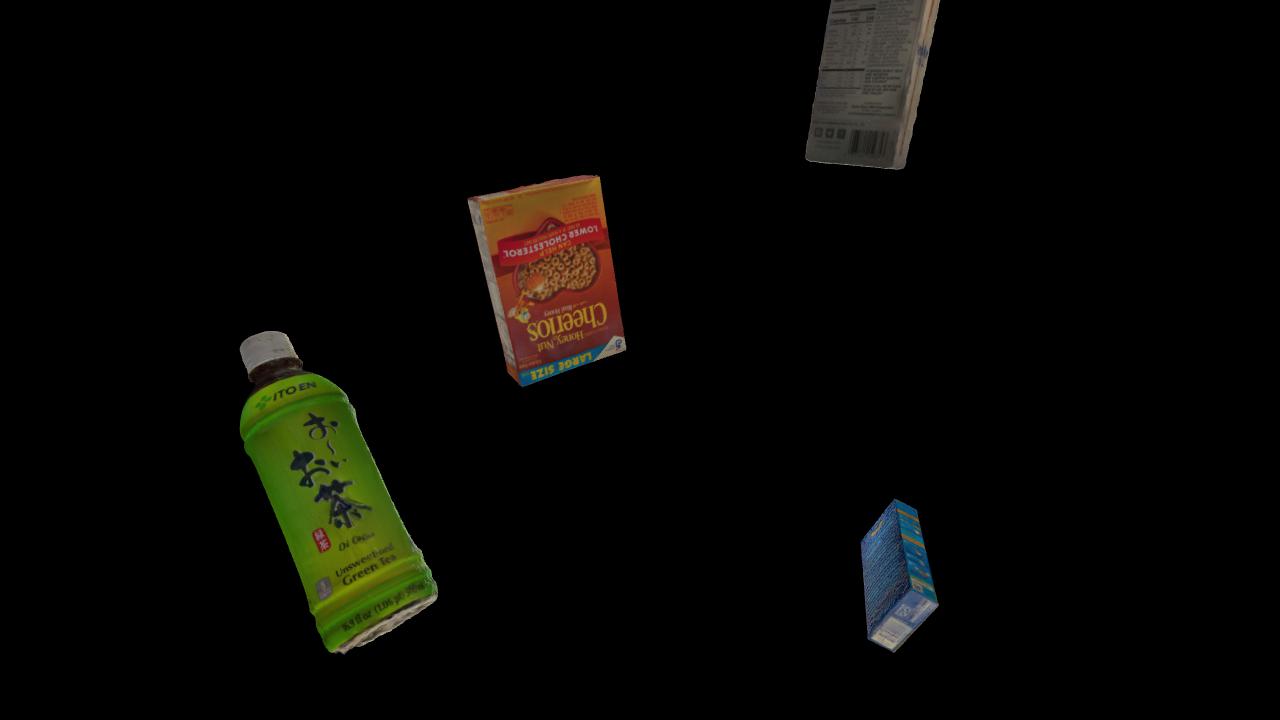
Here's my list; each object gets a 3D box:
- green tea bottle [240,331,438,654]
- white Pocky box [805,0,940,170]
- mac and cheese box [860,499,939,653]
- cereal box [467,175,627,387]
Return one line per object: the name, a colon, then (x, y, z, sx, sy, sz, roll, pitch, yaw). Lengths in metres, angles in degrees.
green tea bottle: (-0.206, 0.076, 0.398, 0.073, 0.212, 0.073, -31, -12, -8)
white Pocky box: (0.189, -0.239, 0.504, 0.028, 0.154, 0.084, -14, 28, -42)
mac and cheese box: (0.322, 0.265, 0.778, 0.041, 0.093, 0.184, 26, 26, 6)
cereal box: (-0.142, -0.130, 1.007, 0.203, 0.306, 0.081, -19, 25, -25)
